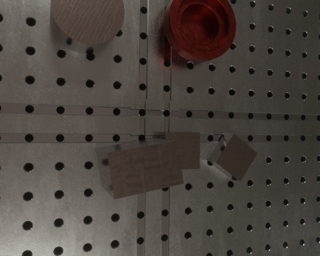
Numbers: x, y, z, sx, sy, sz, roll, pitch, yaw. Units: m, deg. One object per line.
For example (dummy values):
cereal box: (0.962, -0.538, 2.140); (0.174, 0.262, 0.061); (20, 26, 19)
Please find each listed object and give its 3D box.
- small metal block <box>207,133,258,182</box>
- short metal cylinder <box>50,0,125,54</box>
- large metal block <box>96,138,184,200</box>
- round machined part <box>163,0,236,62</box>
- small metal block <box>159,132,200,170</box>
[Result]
small metal block: (0.106, 0.042, 0.454); (0.050, 0.025, 0.050); (38, 78, -17)
short metal cylinder: (-0.087, -0.133, 0.367); (0.081, 0.050, 0.079); (0, 91, -21)
large metal block: (-0.028, 0.044, 0.374); (0.081, 0.080, 0.050); (-9, 93, -20)
round machined part: (0.050, -0.138, 0.423); (0.099, 0.042, 0.097); (0, 90, -21)
small metal block: (0.026, 0.030, 0.424); (0.050, 0.025, 0.050); (0, 90, -21)
